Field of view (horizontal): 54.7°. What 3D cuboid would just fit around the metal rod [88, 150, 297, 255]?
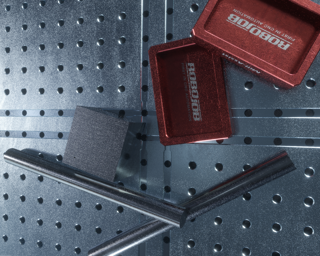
[{"bbox_3d":[0.028,0.111,0.401,0.300,0.025,0.025,-31,80,17],"label":"metal rod"}]

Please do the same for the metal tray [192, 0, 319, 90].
[{"bbox_3d":[0.114,-0.112,0.349,0.130,0.030,0.090,29,91,5],"label":"metal tray"}]

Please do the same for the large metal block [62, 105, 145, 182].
[{"bbox_3d":[-0.077,0.019,0.425,0.080,0.050,0.080,18,96,18],"label":"large metal block"}]

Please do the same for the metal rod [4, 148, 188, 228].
[{"bbox_3d":[-0.105,0.076,0.434,0.301,0.025,0.025,14,95,24],"label":"metal rod"}]

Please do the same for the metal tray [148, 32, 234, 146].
[{"bbox_3d":[0.039,-0.047,0.395,0.090,0.030,0.129,-8,87,19],"label":"metal tray"}]
